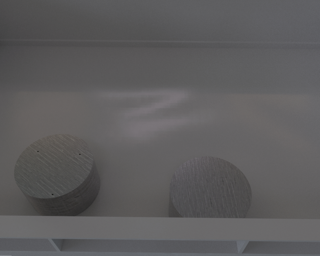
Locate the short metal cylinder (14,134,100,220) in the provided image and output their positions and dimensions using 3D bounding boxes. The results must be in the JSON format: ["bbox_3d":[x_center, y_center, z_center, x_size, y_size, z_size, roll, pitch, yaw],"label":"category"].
[{"bbox_3d":[-0.111,0.053,0.343,0.080,0.050,0.080,0,50,0],"label":"short metal cylinder"}]

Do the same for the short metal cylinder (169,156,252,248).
[{"bbox_3d":[0.050,0.077,0.324,0.080,0.050,0.080,0,50,0],"label":"short metal cylinder"}]
